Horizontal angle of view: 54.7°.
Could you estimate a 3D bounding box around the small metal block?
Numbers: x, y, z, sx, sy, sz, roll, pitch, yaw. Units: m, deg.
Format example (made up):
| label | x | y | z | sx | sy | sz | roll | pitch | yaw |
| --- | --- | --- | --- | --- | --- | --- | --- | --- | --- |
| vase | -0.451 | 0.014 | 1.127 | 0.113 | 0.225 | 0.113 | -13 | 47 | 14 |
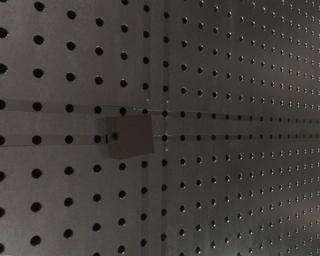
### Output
| label | x | y | z | sx | sy | sz | roll | pitch | yaw |
| --- | --- | --- | --- | --- | --- | --- | --- | --- | --- |
| small metal block | -0.036 | 0.009 | 0.381 | 0.050 | 0.025 | 0.050 | -8 | 96 | -40 |
